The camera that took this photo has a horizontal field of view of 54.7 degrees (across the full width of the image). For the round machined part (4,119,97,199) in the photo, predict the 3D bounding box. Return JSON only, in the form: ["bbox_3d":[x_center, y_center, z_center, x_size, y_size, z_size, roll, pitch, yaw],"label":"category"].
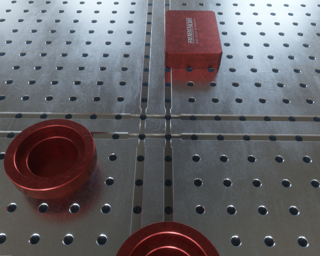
[{"bbox_3d":[-0.123,0.039,0.362,0.099,0.042,0.098,0,50,0],"label":"round machined part"}]

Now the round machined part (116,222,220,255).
[{"bbox_3d":[0.007,0.139,0.280,0.099,0.042,0.098,0,50,0],"label":"round machined part"}]

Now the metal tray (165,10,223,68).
[{"bbox_3d":[0.054,-0.157,0.537,0.091,0.030,0.130,1,50,0],"label":"metal tray"}]
